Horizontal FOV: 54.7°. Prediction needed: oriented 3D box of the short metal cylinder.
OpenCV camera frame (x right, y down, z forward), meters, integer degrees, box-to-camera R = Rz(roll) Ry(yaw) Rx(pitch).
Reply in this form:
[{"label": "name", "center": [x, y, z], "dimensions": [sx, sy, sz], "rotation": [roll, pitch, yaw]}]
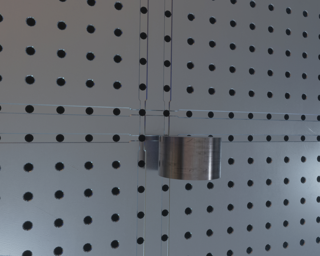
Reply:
[{"label": "short metal cylinder", "center": [0.038, 0.036, 0.399], "dimensions": [0.081, 0.080, 0.050], "rotation": [2, 90, -20]}]
